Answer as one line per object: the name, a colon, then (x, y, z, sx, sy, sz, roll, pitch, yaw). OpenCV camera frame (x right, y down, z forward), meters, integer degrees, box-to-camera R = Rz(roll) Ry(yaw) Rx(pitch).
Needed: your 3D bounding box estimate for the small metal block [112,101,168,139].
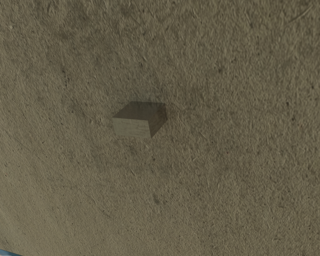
small metal block: (-0.025, -0.012, 0.396, 0.050, 0.050, 0.025, 5, 121, 25)
